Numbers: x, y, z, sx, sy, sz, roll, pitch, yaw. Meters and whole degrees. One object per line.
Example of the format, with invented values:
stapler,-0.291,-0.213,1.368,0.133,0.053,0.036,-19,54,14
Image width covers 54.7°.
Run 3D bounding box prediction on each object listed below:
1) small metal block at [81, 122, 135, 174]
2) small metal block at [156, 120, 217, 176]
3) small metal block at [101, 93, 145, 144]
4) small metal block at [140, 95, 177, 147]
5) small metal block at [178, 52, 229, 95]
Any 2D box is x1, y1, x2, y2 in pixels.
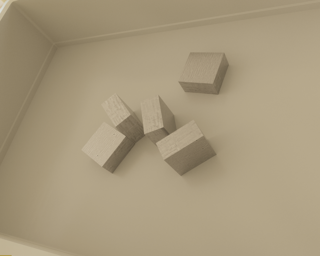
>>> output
small metal block,-0.072,0.026,0.427,0.050,0.025,0.050,30,78,37
small metal block,0.031,0.024,0.358,0.050,0.050,0.025,-32,52,7
small metal block,-0.048,-0.013,0.423,0.025,0.050,0.050,-39,51,2
small metal block,0.000,-0.005,0.393,0.025,0.050,0.050,-20,54,16
small metal block,0.060,-0.075,0.420,0.050,0.025,0.050,9,66,32
